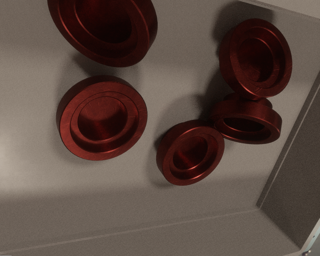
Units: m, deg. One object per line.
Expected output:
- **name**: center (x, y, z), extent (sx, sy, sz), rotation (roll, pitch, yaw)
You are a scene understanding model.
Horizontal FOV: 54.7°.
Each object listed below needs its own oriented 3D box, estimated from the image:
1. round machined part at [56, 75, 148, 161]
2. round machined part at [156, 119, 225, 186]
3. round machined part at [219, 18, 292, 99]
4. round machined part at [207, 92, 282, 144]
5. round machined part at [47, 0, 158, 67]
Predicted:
- **round machined part**: center (-0.067, -0.015, 0.353), extent (0.099, 0.042, 0.097), rotation (-14, 125, -21)
- **round machined part**: center (0.039, 0.030, 0.440), extent (0.099, 0.042, 0.097), rotation (-14, 125, -21)
- **round machined part**: center (0.115, -0.083, 0.392), extent (0.099, 0.042, 0.097), rotation (2, 84, -24)
- **round machined part**: center (0.118, -0.016, 0.431), extent (0.098, 0.098, 0.042), rotation (34, 64, -39)
- **round machined part**: center (-0.047, -0.106, 0.283), extent (0.098, 0.098, 0.042), rotation (56, 47, -40)
